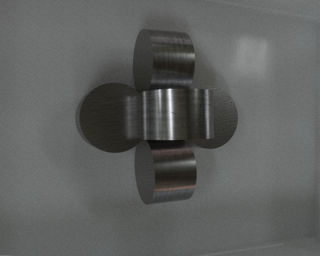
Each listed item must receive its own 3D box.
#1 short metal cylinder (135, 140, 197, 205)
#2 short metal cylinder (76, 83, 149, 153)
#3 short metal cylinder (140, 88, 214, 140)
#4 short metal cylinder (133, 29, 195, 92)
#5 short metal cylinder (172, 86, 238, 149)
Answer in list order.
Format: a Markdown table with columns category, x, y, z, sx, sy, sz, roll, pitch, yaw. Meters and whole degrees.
| category | x | y | z | sx | sy | sz | roll | pitch | yaw |
| --- | --- | --- | --- | --- | --- | --- | --- | --- | --- |
| short metal cylinder | 0.004 | 0.051 | 0.381 | 0.050 | 0.080 | 0.080 | -2 | 91 | -21 |
| short metal cylinder | -0.058 | -0.012 | 0.374 | 0.081 | 0.050 | 0.080 | 0 | 90 | -20 |
| short metal cylinder | 0.019 | -0.014 | 0.339 | 0.081 | 0.080 | 0.050 | -1 | 90 | -20 |
| short metal cylinder | 0.002 | -0.078 | 0.380 | 0.050 | 0.080 | 0.080 | -2 | 91 | -21 |
| short metal cylinder | 0.056 | -0.013 | 0.415 | 0.081 | 0.050 | 0.080 | 0 | 90 | -20 |
